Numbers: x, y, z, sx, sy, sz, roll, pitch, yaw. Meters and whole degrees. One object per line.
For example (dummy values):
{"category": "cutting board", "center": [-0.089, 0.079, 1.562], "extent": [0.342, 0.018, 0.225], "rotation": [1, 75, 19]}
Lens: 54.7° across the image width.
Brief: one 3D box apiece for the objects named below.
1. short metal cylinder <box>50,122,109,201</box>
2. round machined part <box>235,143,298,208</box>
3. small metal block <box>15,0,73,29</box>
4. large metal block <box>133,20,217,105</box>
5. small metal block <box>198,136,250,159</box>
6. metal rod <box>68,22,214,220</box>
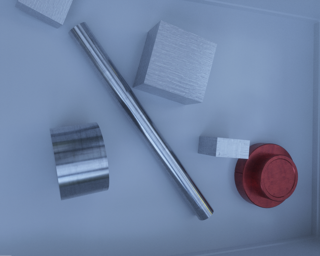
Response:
{"category": "short metal cylinder", "center": [-0.092, 0.036, 0.348], "extent": [0.050, 0.080, 0.079], "rotation": [-9, 93, -20]}
{"category": "round machined part", "center": [0.165, 0.072, 0.465], "extent": [0.099, 0.042, 0.097], "rotation": [0, 90, -21]}
{"category": "small metal block", "center": [-0.130, -0.152, 0.357], "extent": [0.050, 0.025, 0.050], "rotation": [23, 82, -32]}
{"category": "large metal block", "center": [0.019, -0.081, 0.405], "extent": [0.081, 0.050, 0.080], "rotation": [16, 85, -20]}
{"category": "small metal block", "center": [0.088, 0.027, 0.431], "extent": [0.050, 0.050, 0.025], "rotation": [6, 88, -20]}
{"category": "metal rod", "center": [-0.018, 0.000, 0.404], "extent": [0.025, 0.025, 0.299], "rotation": [-38, 103, -16]}
